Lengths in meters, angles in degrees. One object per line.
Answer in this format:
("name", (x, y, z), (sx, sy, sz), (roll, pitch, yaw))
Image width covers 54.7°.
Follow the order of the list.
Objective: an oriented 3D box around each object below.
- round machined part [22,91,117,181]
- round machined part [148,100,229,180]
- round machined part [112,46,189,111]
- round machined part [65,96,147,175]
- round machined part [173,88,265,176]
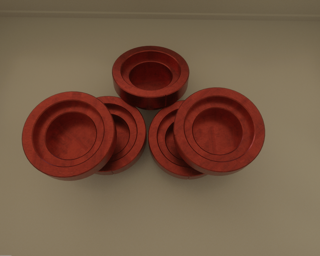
("round machined part", (-0.098, 0.011, 0.350), (0.099, 0.042, 0.098), (0, 70, 0))
("round machined part", (0.035, 0.017, 0.393), (0.099, 0.042, 0.098), (0, 70, 0))
("round machined part", (-0.012, -0.062, 0.411), (0.099, 0.042, 0.098), (1, 52, -1))
("round machined part", (-0.066, 0.012, 0.394), (0.099, 0.042, 0.098), (0, 70, 0))
("round machined part", (0.064, 0.007, 0.353), (0.099, 0.042, 0.098), (0, 70, 0))
